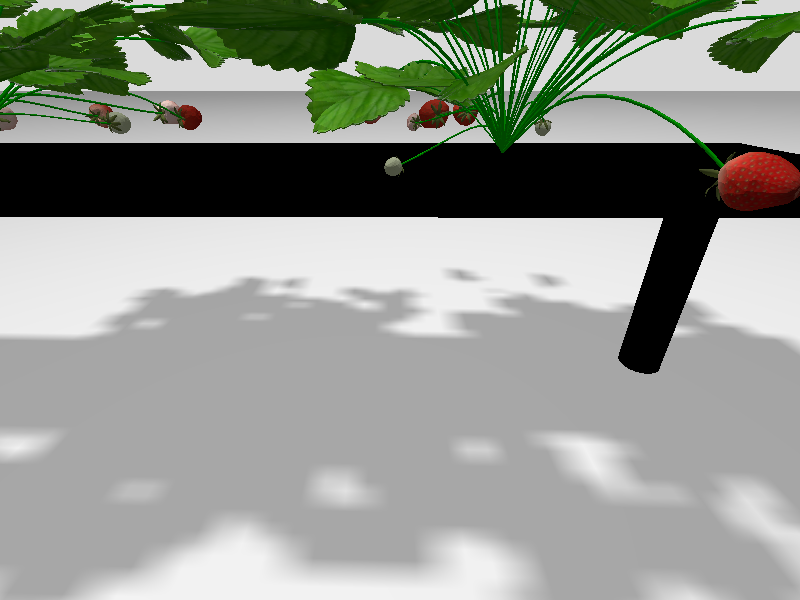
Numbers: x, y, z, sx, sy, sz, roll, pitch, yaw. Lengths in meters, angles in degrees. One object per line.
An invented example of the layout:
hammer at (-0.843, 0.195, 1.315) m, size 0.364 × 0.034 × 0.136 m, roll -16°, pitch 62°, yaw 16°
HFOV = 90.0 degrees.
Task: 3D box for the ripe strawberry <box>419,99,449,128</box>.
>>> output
ripe strawberry at (0.039, -0.221, 0.476) m, size 0.037 × 0.032 × 0.037 m, roll -7°, pitch 29°, yaw -13°

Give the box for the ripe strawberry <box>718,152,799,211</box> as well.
ripe strawberry at (0.158, -0.051, 0.175) m, size 0.029 × 0.025 × 0.029 m, roll -11°, pitch 32°, yaw -20°

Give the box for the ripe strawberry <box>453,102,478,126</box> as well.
ripe strawberry at (0.086, -0.251, 0.531) m, size 0.034 × 0.035 × 0.036 m, roll 0°, pitch 28°, yaw 0°

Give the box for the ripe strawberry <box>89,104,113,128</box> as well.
ripe strawberry at (-0.378, -0.235, 0.510) m, size 0.027 × 0.028 × 0.029 m, roll -2°, pitch 28°, yaw -3°

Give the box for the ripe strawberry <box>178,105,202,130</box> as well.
ripe strawberry at (-0.246, -0.215, 0.471) m, size 0.024 × 0.027 × 0.026 m, roll 19°, pitch 34°, yaw 31°

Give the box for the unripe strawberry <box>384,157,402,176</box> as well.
unripe strawberry at (-0.005, -0.082, 0.249) m, size 0.011 × 0.011 × 0.011 m, roll 25°, pitch 38°, yaw 38°

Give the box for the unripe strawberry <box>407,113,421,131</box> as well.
unripe strawberry at (0.015, -0.206, 0.463) m, size 0.016 × 0.019 × 0.018 m, roll -12°, pitch 31°, yaw -21°

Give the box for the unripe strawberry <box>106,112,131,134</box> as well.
unripe strawberry at (-0.315, -0.200, 0.451) m, size 0.022 × 0.023 × 0.023 m, roll 10°, pitch 30°, yaw 17°

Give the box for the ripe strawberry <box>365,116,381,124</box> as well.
ripe strawberry at (-0.044, -0.261, 0.547) m, size 0.037 × 0.039 × 0.041 m, roll -14°, pitch 20°, yaw -23°

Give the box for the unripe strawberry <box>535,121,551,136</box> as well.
unripe strawberry at (0.152, -0.183, 0.427) m, size 0.016 × 0.014 × 0.016 m, roll 16°, pitch -30°, yaw 27°

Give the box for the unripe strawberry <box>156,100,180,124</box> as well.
unripe strawberry at (-0.297, -0.244, 0.521) m, size 0.033 × 0.028 × 0.033 m, roll 8°, pitch 29°, yaw 15°
